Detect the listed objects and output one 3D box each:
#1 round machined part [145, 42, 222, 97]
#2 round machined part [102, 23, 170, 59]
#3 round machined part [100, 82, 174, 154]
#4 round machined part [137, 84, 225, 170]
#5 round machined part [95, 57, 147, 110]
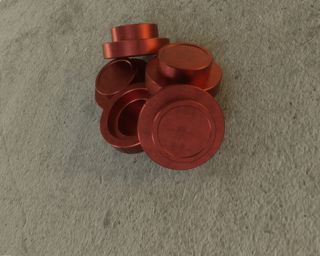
[{"bbox_3d":[0.031,-0.075,0.395,0.099,0.042,0.098,2,43,-2],"label":"round machined part"},{"bbox_3d":[-0.035,-0.126,0.451,0.098,0.099,0.042,1,104,28],"label":"round machined part"},{"bbox_3d":[-0.027,-0.009,0.413,0.098,0.042,0.098,-13,56,20],"label":"round machined part"},{"bbox_3d":[0.024,0.001,0.345,0.098,0.098,0.042,-37,10,3],"label":"round machined part"},{"bbox_3d":[-0.057,-0.067,0.465,0.098,0.042,0.098,-13,56,20],"label":"round machined part"}]
